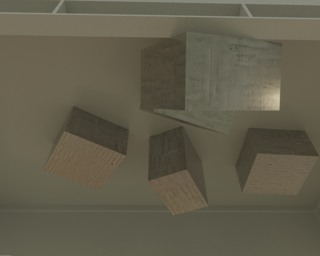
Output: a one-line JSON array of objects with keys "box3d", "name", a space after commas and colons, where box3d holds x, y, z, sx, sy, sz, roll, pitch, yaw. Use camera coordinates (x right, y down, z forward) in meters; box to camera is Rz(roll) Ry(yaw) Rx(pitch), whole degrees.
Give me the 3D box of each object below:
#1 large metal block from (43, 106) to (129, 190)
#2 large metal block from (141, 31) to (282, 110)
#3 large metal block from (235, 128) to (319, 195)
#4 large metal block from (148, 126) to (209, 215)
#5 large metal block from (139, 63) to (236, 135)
[{"box3d": [-0.098, 0.029, 0.416, 0.080, 0.050, 0.080, 25, 126, -20], "name": "large metal block"}, {"box3d": [0.037, -0.040, 0.249, 0.081, 0.080, 0.050, -1, 95, -24], "name": "large metal block"}, {"box3d": [0.160, 0.048, 0.436, 0.081, 0.050, 0.079, 3, 130, -3], "name": "large metal block"}, {"box3d": [0.025, 0.058, 0.423, 0.050, 0.080, 0.080, -19, 128, 15], "name": "large metal block"}, {"box3d": [0.029, -0.031, 0.338, 0.081, 0.080, 0.050, 17, 90, -15], "name": "large metal block"}]
